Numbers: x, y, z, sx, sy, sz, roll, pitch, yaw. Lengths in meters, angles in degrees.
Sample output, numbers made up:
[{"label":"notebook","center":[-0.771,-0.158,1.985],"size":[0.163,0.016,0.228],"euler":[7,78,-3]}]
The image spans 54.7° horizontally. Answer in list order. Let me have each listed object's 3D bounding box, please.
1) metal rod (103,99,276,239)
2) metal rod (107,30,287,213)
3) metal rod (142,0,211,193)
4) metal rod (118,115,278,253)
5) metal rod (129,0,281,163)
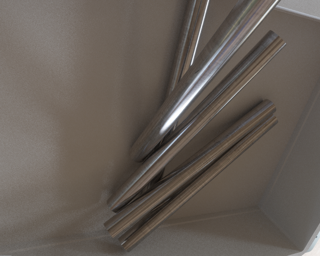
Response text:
[{"label":"metal rod","center":[0.052,0.051,0.443],"size":[0.301,0.025,0.025],"euler":[-36,130,-14]},{"label":"metal rod","center":[0.034,0.004,0.388],"size":[0.025,0.025,0.299],"euler":[30,111,-38]},{"label":"metal rod","center":[0.013,-0.015,0.406],"size":[0.025,0.025,0.298],"euler":[-1,119,-28]},{"label":"metal rod","center":[0.063,0.076,0.471],"size":[0.301,0.025,0.025],"euler":[-39,130,-10]},{"label":"metal rod","center":[0.033,-0.044,0.307],"size":[0.025,0.025,0.298],"euler":[1,147,-29]}]
